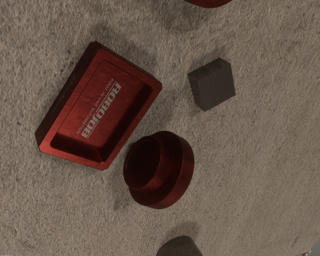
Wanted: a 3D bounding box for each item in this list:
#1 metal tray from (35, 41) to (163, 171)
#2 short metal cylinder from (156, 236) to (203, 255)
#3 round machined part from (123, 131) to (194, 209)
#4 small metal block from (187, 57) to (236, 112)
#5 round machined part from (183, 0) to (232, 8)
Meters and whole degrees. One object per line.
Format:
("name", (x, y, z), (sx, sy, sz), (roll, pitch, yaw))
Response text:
("metal tray", (-0.069, -0.020, 0.354), (0.090, 0.030, 0.129), (26, 104, -38))
("short metal cylinder", (0.038, 0.245, 0.566), (0.081, 0.050, 0.079), (-14, 125, -21))
("round machined part", (-0.008, 0.048, 0.386), (0.042, 0.098, 0.098), (29, 102, -38))
("small metal block", (0.069, -0.057, 0.411), (0.050, 0.025, 0.050), (-29, 129, -11))
("round machined part", (0.047, -0.176, 0.314), (0.099, 0.042, 0.097), (-14, 125, -21))
